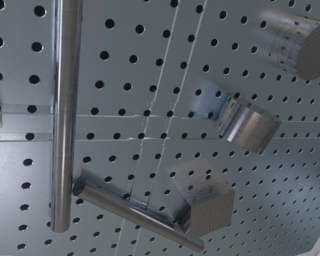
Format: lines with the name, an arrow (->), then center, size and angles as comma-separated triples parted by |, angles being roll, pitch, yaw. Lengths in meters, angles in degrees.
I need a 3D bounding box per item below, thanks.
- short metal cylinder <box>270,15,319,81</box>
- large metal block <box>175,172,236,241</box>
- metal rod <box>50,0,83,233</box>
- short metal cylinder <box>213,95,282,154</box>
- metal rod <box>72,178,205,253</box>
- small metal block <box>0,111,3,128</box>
short metal cylinder -> 0.205, -0.113, 0.437 | 0.081, 0.050, 0.079 | -14, 124, -21
large metal block -> 0.073, 0.130, 0.516 | 0.081, 0.050, 0.079 | -14, 125, -21
metal rod -> -0.109, 0.002, 0.352 | 0.025, 0.025, 0.298 | -4, 120, -27
short metal cylinder -> 0.123, -0.007, 0.439 | 0.081, 0.080, 0.050 | 14, 111, -34
metal rod -> -0.015, 0.150, 0.496 | 0.025, 0.025, 0.301 | -47, 129, 4
small metal block -> -0.185, -0.022, 0.297 | 0.050, 0.025, 0.050 | -14, 124, -21
